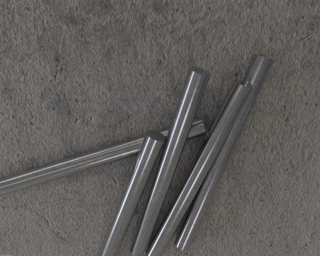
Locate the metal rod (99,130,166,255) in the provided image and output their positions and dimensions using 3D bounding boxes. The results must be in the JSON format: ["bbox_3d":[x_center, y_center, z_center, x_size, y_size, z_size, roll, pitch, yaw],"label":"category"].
[{"bbox_3d":[-0.056,0.135,0.444,0.025,0.025,0.298,19,115,-7],"label":"metal rod"}]

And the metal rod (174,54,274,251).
[{"bbox_3d":[0.081,0.046,0.427,0.025,0.025,0.298,17,109,-6],"label":"metal rod"}]

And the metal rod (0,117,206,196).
[{"bbox_3d":[-0.086,0.041,0.423,0.301,0.025,0.025,-17,109,6],"label":"metal rod"}]

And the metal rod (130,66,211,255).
[{"bbox_3d":[0.005,0.063,0.412,0.025,0.025,0.298,15,117,-6],"label":"metal rod"}]

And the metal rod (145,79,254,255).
[{"bbox_3d":[0.044,0.074,0.426,0.025,0.025,0.298,21,113,-8],"label":"metal rod"}]
